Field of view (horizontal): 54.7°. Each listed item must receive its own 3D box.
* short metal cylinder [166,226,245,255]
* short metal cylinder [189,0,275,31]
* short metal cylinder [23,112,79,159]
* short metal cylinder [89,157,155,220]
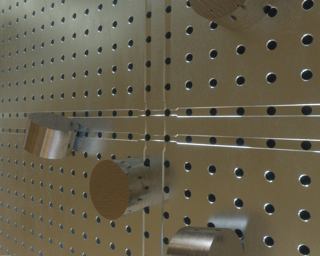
[{"bbox_3d":[0.050,0.148,0.331,0.050,0.081,0.080,-12,82,39],"label":"short metal cylinder"},{"bbox_3d":[0.076,-0.150,0.329,0.080,0.050,0.079,0,90,39],"label":"short metal cylinder"},{"bbox_3d":[-0.183,0.012,0.521,0.080,0.081,0.050,30,109,35],"label":"short metal cylinder"},{"bbox_3d":[-0.053,0.083,0.435,0.080,0.050,0.079,0,90,39],"label":"short metal cylinder"}]
